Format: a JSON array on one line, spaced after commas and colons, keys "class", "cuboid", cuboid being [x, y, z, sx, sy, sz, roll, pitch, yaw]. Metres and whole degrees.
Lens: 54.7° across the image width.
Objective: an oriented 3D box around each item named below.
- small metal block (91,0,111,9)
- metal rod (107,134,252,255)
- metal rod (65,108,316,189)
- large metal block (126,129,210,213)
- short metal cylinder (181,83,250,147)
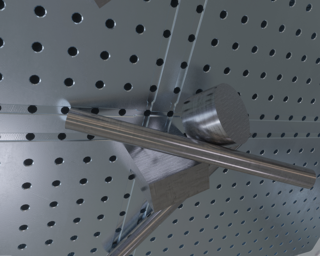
[{"class": "small metal block", "cuboid": [-0.054, -0.150, 0.289, 0.050, 0.025, 0.050, -37, 129, -3]}, {"class": "metal rod", "cuboid": [0.029, 0.109, 0.494, 0.300, 0.025, 0.025, -45, 129, 3]}, {"class": "metal rod", "cuboid": [0.042, 0.026, 0.368, 0.302, 0.025, 0.025, 14, 113, -7]}, {"class": "large metal block", "cuboid": [0.010, 0.054, 0.414, 0.081, 0.080, 0.050, -20, 126, -17]}, {"class": "short metal cylinder", "cuboid": [0.073, -0.012, 0.400, 0.050, 0.080, 0.080, -21, 142, 39]}]
